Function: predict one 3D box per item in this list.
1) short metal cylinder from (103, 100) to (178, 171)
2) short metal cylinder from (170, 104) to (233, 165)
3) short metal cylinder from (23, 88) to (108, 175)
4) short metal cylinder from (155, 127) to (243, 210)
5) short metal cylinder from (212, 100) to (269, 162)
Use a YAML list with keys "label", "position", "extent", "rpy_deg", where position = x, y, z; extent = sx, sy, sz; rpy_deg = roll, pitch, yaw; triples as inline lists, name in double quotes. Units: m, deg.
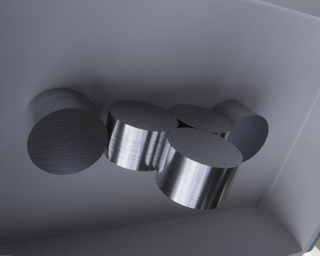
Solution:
- label: "short metal cylinder"
  position: [-0.024, 0.007, 0.361]
  extent: [0.081, 0.080, 0.050]
  rpy_deg: [2, 118, -29]
- label: "short metal cylinder"
  position: [0.046, 0.009, 0.401]
  extent: [0.081, 0.080, 0.050]
  rpy_deg: [2, 118, -29]
- label: "short metal cylinder"
  position: [-0.103, 0.004, 0.336]
  extent: [0.081, 0.050, 0.079]
  rpy_deg: [-14, 124, -21]
- label: "short metal cylinder"
  position: [0.040, 0.040, 0.329]
  extent: [0.081, 0.080, 0.050]
  rpy_deg: [2, 118, -29]
- label: "short metal cylinder"
  position: [0.109, 0.005, 0.453]
  extent: [0.081, 0.050, 0.079]
  rpy_deg: [-14, 124, -21]
